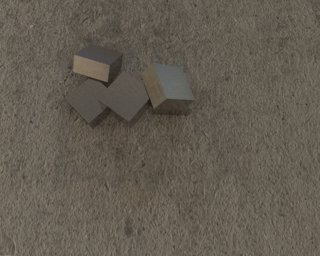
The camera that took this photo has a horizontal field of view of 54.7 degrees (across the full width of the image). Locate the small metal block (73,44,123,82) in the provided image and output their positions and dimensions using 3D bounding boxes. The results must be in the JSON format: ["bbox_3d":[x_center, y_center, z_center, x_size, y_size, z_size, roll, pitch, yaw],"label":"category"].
[{"bbox_3d":[-0.085,-0.091,0.429,0.050,0.025,0.050,18,34,6],"label":"small metal block"}]

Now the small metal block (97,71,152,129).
[{"bbox_3d":[-0.042,-0.036,0.394,0.050,0.025,0.050,36,74,12],"label":"small metal block"}]

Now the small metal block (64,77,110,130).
[{"bbox_3d":[-0.091,-0.035,0.421,0.050,0.025,0.050,-43,76,-14],"label":"small metal block"}]

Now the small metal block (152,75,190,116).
[{"bbox_3d":[0.015,-0.045,0.426,0.050,0.025,0.050,2,70,0],"label":"small metal block"}]

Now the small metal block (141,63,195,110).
[{"bbox_3d":[0.011,-0.051,0.388,0.050,0.025,0.050,-1,64,-44],"label":"small metal block"}]
